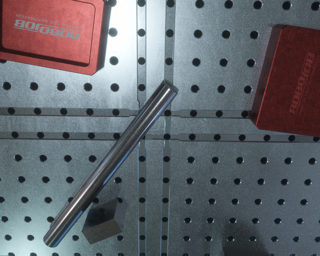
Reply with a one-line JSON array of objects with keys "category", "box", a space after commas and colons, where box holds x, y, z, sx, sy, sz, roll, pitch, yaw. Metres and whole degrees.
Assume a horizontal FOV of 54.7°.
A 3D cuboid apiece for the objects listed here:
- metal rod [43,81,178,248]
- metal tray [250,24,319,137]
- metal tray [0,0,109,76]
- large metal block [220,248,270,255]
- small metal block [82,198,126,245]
[{"category": "metal rod", "box": [-0.077, 0.061, 0.434, 0.025, 0.025, 0.299, 35, 106, -12]}, {"category": "metal tray", "box": [0.176, -0.058, 0.392, 0.091, 0.030, 0.129, 7, 110, -4]}, {"category": "metal tray", "box": [-0.133, -0.119, 0.364, 0.131, 0.030, 0.089, 10, 110, -4]}, {"category": "large metal block", "box": [0.135, 0.237, 0.474, 0.081, 0.080, 0.050, 11, 110, -5]}, {"category": "small metal block", "box": [-0.080, 0.134, 0.448, 0.050, 0.050, 0.025, -24, 109, 8]}]
